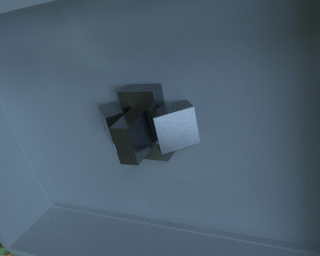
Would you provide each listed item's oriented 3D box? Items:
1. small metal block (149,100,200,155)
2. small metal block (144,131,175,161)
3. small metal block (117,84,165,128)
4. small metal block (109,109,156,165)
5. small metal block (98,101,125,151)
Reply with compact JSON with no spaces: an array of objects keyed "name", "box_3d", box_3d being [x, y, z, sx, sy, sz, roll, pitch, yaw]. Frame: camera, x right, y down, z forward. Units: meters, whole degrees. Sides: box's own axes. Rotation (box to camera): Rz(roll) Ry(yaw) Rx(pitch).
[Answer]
[{"name":"small metal block","box_3d":[0.018,-0.001,0.381,0.050,0.025,0.050,-17,117,-8]},{"name":"small metal block","box_3d":[-0.011,0.016,0.421,0.050,0.025,0.050,3,120,27]},{"name":"small metal block","box_3d":[-0.022,-0.028,0.399,0.050,0.025,0.050,2,120,26]},{"name":"small metal block","box_3d":[-0.032,0.010,0.380,0.025,0.050,0.050,0,119,27]},{"name":"small metal block","box_3d":[-0.060,-0.003,0.419,0.050,0.025,0.050,-137,29,-60]}]
